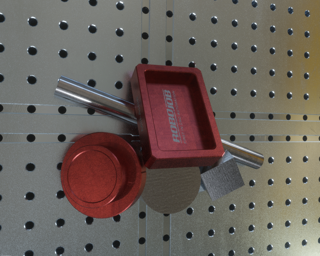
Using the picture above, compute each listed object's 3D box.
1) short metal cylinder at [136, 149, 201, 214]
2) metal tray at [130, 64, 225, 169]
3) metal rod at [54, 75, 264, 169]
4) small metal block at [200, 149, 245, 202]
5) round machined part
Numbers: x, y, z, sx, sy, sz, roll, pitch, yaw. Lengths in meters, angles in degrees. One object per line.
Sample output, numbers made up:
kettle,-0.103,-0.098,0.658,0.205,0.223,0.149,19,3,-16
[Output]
short metal cylinder,0.005,0.064,0.397,0.081,0.050,0.079,0,90,-20
metal tray,0.018,-0.017,0.382,0.091,0.030,0.130,0,61,-21
metal rod,0.013,-0.001,0.414,0.302,0.025,0.025,21,83,-19
small metal block,0.082,0.065,0.428,0.050,0.025,0.050,-27,116,-2
round machined part,-0.068,0.053,0.350,0.098,0.042,0.097,-1,85,12
